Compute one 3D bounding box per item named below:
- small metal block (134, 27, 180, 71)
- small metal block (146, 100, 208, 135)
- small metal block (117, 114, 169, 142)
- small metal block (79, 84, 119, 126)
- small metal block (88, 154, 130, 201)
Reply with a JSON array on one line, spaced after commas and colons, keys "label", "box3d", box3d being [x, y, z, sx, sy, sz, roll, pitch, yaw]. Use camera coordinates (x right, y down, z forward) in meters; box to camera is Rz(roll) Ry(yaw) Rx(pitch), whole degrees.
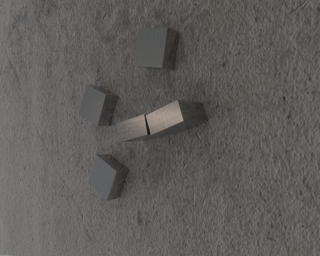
[{"label": "small metal block", "box3d": [-0.005, -0.104, 0.409, 0.050, 0.025, 0.050, 13, 98, 39]}, {"label": "small metal block", "box3d": [0.020, -0.011, 0.372, 0.050, 0.050, 0.025, -24, 75, 37]}, {"label": "small metal block", "box3d": [-0.019, 0.001, 0.405, 0.050, 0.050, 0.025, -16, 80, 39]}, {"label": "small metal block", "box3d": [-0.096, -0.036, 0.485, 0.050, 0.025, 0.050, 29, 108, 36]}, {"label": "small metal block", "box3d": [-0.079, 0.074, 0.470, 0.050, 0.025, 0.050, 31, 109, 35]}]
